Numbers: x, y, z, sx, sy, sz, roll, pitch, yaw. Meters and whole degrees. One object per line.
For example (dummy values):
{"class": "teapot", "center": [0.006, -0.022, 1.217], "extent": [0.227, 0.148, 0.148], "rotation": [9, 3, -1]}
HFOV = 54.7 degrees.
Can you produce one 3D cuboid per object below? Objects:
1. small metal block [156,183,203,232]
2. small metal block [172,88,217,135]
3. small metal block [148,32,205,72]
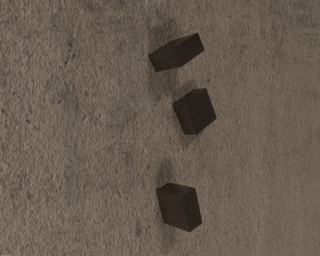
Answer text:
{"class": "small metal block", "center": [0.025, 0.104, 0.412], "extent": [0.025, 0.050, 0.050], "rotation": [-21, 104, -38]}
{"class": "small metal block", "center": [0.051, -0.024, 0.450], "extent": [0.050, 0.025, 0.050], "rotation": [-36, 113, -34]}
{"class": "small metal block", "center": [0.022, -0.099, 0.408], "extent": [0.050, 0.050, 0.025], "rotation": [-40, 115, -33]}
